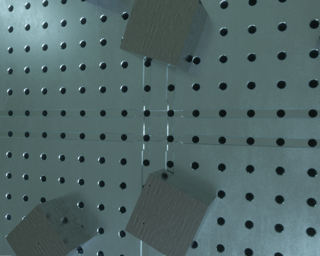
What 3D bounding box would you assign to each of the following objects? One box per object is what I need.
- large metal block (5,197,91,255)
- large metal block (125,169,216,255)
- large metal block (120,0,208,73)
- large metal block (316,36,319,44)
[{"bbox_3d":[-0.165,0.163,0.458,0.080,0.050,0.080,-44,76,14],"label":"large metal block"},{"bbox_3d":[0.014,0.108,0.395,0.080,0.050,0.080,26,99,18],"label":"large metal block"},{"bbox_3d":[0.006,-0.125,0.398,0.080,0.050,0.080,21,97,18],"label":"large metal block"},{"bbox_3d":[0.223,-0.120,0.320,0.080,0.050,0.080,24,98,18],"label":"large metal block"}]
